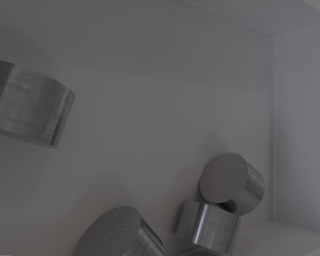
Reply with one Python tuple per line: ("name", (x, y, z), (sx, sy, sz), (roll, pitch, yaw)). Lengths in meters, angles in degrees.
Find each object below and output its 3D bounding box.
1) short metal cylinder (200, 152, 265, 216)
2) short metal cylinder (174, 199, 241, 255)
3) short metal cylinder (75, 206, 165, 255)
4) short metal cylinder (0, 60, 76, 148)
("short metal cylinder", (0.107, 0.083, 0.460), (0.050, 0.080, 0.080), (39, 66, -33))
("short metal cylinder", (0.066, 0.136, 0.426), (0.080, 0.080, 0.050), (31, 71, -36))
("short metal cylinder", (-0.043, 0.132, 0.335), (0.080, 0.080, 0.050), (-47, 118, -30))
("short metal cylinder", (-0.121, -0.018, 0.269), (0.080, 0.080, 0.050), (25, 74, -37))
